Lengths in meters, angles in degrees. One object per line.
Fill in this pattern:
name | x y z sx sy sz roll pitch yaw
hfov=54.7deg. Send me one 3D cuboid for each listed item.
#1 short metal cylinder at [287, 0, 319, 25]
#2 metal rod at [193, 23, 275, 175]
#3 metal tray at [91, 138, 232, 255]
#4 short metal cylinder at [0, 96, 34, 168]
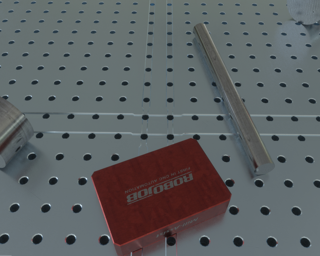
short metal cylinder | 0.287 -0.240 0.576 0.050 0.080 0.080 -31 57 -23
metal rod | 0.098 -0.064 0.461 0.025 0.025 0.300 -8 50 -7
metal tray | 0.000 0.071 0.345 0.131 0.030 0.090 -18 52 -15
short metal cylinder | -0.201 0.003 0.368 0.080 0.080 0.050 19 53 15
